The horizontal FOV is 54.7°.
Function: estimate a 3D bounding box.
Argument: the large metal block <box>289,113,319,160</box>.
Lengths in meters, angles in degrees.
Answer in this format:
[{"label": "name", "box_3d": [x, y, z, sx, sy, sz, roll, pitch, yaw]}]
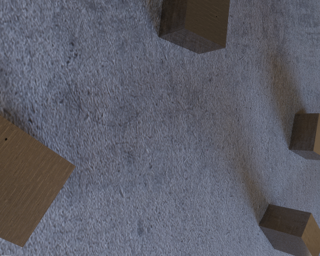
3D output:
[{"label": "large metal block", "box_3d": [0.325, 0.020, 0.660, 0.080, 0.050, 0.080, 24, 75, -38]}]

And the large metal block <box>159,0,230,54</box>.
[{"label": "large metal block", "box_3d": [0.049, -0.157, 0.429, 0.081, 0.050, 0.080, 10, 84, -40]}]

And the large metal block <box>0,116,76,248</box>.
[{"label": "large metal block", "box_3d": [-0.138, 0.045, 0.273, 0.080, 0.050, 0.080, 43, 64, -32]}]

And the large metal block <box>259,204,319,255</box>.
[{"label": "large metal block", "box_3d": [0.244, 0.193, 0.574, 0.050, 0.080, 0.080, -51, 120, -28]}]
